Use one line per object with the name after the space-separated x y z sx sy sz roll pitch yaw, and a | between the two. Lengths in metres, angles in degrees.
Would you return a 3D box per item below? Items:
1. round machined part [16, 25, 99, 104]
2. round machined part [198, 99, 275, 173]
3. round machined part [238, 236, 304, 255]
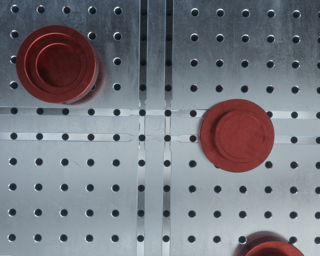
-0.129 -0.079 0.403 0.099 0.042 0.097 0 90 -1 | round machined part
0.102 0.010 0.406 0.099 0.042 0.097 0 90 -1 | round machined part
0.152 0.198 0.407 0.099 0.042 0.097 0 90 -1 | round machined part
